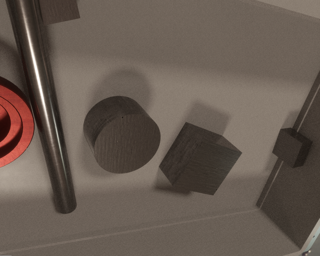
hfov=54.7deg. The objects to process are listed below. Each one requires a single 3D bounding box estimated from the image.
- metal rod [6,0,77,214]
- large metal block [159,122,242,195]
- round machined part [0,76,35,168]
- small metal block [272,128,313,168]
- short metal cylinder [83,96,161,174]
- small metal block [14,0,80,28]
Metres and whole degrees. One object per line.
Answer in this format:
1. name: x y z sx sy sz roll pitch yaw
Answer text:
1. metal rod: -0.115 -0.015 0.316 0.025 0.025 0.298 -14 131 -21
2. large metal block: 0.059 0.047 0.456 0.080 0.050 0.080 19 108 -36
3. round machined part: -0.175 -0.009 0.297 0.099 0.042 0.097 -14 125 -21
4. small metal block: 0.231 0.034 0.543 0.025 0.050 0.050 -7 122 -26
5. short metal cylinder: -0.046 0.008 0.373 0.081 0.050 0.079 -14 125 -21
6. small metal block: -0.105 -0.121 0.277 0.050 0.025 0.050 -19 126 -18
